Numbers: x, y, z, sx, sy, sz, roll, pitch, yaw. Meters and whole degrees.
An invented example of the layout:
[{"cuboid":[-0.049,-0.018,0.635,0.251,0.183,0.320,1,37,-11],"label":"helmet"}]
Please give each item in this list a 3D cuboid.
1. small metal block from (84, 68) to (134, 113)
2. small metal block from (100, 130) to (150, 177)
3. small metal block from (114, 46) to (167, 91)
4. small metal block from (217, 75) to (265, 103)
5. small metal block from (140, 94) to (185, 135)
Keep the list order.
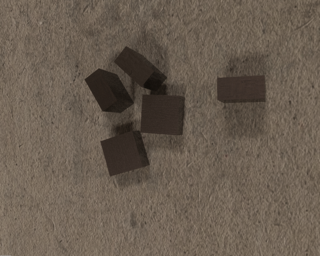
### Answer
[{"cuboid":[-0.067,-0.049,0.418,0.025,0.050,0.050,-34,79,17],"label":"small metal block"},{"cuboid":[-0.048,0.035,0.425,0.050,0.025,0.050,-18,84,18],"label":"small metal block"},{"cuboid":[-0.024,-0.076,0.403,0.050,0.050,0.025,44,104,14],"label":"small metal block"},{"cuboid":[0.096,-0.044,0.362,0.050,0.050,0.025,0,90,19],"label":"small metal block"},{"cuboid":[0.004,-0.017,0.407,0.050,0.025,0.050,4,91,19],"label":"small metal block"}]
